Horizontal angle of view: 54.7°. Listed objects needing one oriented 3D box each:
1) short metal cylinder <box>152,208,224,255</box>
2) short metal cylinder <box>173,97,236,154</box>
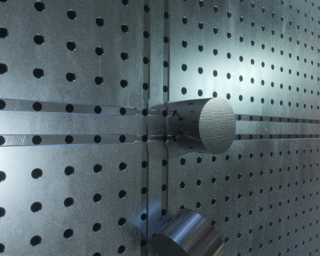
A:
[{"bbox_3d":[0.036,0.154,0.406,0.050,0.080,0.080,-35,112,-35],"label":"short metal cylinder"},{"bbox_3d":[0.066,-0.003,0.450,0.081,0.050,0.079,0,91,-40],"label":"short metal cylinder"}]
